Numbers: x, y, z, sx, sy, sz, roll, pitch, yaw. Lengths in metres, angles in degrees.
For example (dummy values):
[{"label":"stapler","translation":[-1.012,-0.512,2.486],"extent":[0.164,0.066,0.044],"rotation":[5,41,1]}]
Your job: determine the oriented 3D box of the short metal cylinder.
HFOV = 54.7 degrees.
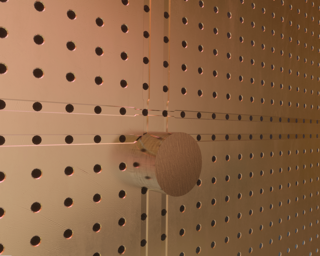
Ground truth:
[{"label":"short metal cylinder","translation":[0.009,0.045,0.402],"extent":[0.081,0.050,0.079],"rotation":[0,90,-40]}]
